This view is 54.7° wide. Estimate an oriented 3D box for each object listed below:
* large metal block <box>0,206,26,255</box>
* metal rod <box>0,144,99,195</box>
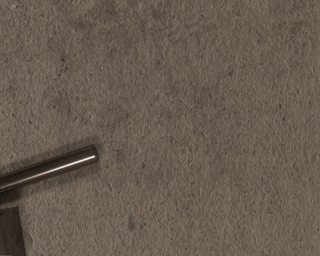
[{"bbox_3d":[-0.226,0.152,0.395,0.081,0.050,0.080,-9,90,-1],"label":"large metal block"},{"bbox_3d":[-0.228,0.081,0.407,0.302,0.025,0.025,-19,90,-1],"label":"metal rod"}]
